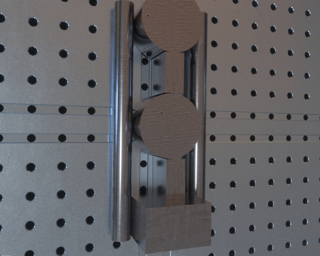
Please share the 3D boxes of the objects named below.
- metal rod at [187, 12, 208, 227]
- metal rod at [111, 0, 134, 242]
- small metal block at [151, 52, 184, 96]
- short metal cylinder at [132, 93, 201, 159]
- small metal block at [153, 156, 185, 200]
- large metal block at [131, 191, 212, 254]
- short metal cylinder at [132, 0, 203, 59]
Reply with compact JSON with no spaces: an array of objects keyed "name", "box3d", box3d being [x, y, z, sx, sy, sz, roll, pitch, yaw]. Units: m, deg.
[{"name":"metal rod","box3d":[0.052,-0.009,0.430,0.025,0.025,0.298,1,90,-20]},{"name":"metal rod","box3d":[-0.048,-0.009,0.394,0.025,0.025,0.298,1,90,-20]},{"name":"small metal block","box3d":[0.009,-0.067,0.401,0.025,0.050,0.050,1,90,-20]},{"name":"short metal cylinder","box3d":[0.006,-0.003,0.401,0.081,0.050,0.080,0,90,-20]},{"name":"small metal block","box3d":[0.011,0.063,0.402,0.025,0.050,0.050,0,90,-20]},{"name":"large metal block","box3d":[0.009,0.112,0.387,0.081,0.080,0.050,1,90,-20]},{"name":"short metal cylinder","box3d":[0.008,-0.132,0.401,0.081,0.050,0.080,0,90,-20]}]
